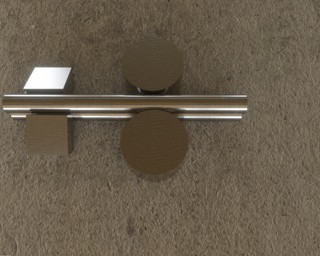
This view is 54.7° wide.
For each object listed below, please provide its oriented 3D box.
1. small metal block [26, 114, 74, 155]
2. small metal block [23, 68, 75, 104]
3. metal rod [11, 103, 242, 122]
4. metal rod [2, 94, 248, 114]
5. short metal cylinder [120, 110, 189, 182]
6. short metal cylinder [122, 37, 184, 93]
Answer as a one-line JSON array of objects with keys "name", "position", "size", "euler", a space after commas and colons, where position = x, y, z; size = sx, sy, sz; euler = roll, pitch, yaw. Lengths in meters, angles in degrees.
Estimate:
[{"name": "small metal block", "position": [-0.139, 0.007, 0.395], "size": [0.050, 0.025, 0.050], "euler": [1, 97, -1]}, {"name": "small metal block", "position": [-0.148, -0.058, 0.419], "size": [0.050, 0.025, 0.050], "euler": [0, 43, 0]}, {"name": "metal rod", "position": [-0.044, -0.022, 0.417], "size": [0.302, 0.025, 0.025], "euler": [0, 70, 0]}, {"name": "metal rod", "position": [-0.043, -0.031, 0.394], "size": [0.302, 0.025, 0.025], "euler": [0, 70, 0]}, {"name": "short metal cylinder", "position": [-0.006, 0.024, 0.387], "size": [0.081, 0.050, 0.080], "euler": [0, 70, 0]}, {"name": "short metal cylinder", "position": [-0.009, -0.076, 0.423], "size": [0.081, 0.050, 0.080], "euler": [0, 70, 0]}]
